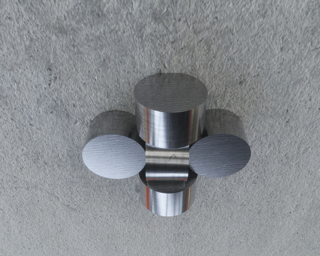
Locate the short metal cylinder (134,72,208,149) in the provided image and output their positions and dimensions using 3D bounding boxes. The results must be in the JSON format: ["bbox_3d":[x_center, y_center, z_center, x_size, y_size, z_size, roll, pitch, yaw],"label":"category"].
[{"bbox_3d":[0.012,-0.022,0.354,0.081,0.080,0.050,0,130,0],"label":"short metal cylinder"}]

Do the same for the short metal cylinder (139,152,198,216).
[{"bbox_3d":[0.011,0.077,0.439,0.081,0.080,0.050,0,130,0],"label":"short metal cylinder"}]

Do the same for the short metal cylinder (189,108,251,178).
[{"bbox_3d":[0.074,0.021,0.410,0.080,0.050,0.079,0,131,0],"label":"short metal cylinder"}]

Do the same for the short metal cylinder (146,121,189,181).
[{"bbox_3d":[0.008,0.028,0.397,0.050,0.080,0.079,0,130,0],"label":"short metal cylinder"}]

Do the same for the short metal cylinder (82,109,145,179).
[{"bbox_3d":[-0.058,0.022,0.410,0.081,0.050,0.079,-1,130,-1],"label":"short metal cylinder"}]
